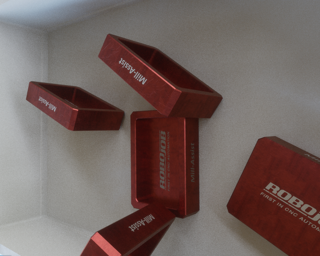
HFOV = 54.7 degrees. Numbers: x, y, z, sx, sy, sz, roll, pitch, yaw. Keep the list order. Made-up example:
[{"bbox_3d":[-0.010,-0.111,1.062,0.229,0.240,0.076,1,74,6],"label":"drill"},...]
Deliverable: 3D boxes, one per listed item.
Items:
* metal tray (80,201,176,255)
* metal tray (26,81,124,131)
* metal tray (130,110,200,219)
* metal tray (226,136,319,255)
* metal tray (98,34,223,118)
[{"bbox_3d":[-0.040,0.132,0.322,0.030,0.131,0.090,36,104,20],"label":"metal tray"},{"bbox_3d":[-0.130,-0.034,0.471,0.130,0.091,0.030,28,108,36],"label":"metal tray"},{"bbox_3d":[0.004,0.042,0.399,0.090,0.030,0.129,-1,89,40],"label":"metal tray"},{"bbox_3d":[0.138,0.075,0.290,0.130,0.030,0.089,32,110,35],"label":"metal tray"},{"bbox_3d":[0.000,-0.061,0.364,0.130,0.091,0.030,43,116,31],"label":"metal tray"}]
